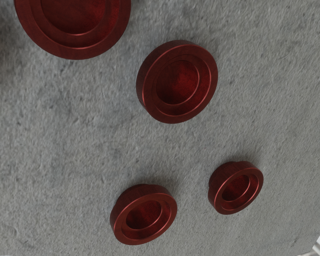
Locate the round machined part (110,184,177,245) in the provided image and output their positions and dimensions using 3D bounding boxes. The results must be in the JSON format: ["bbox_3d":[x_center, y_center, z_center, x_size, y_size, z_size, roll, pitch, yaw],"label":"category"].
[{"bbox_3d":[-0.027,0.122,0.458,0.099,0.042,0.097,-14,125,-21],"label":"round machined part"}]

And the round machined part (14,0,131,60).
[{"bbox_3d":[-0.080,-0.116,0.281,0.099,0.042,0.097,-14,125,-21],"label":"round machined part"}]

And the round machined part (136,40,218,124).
[{"bbox_3d":[0.017,-0.057,0.371,0.099,0.042,0.097,-14,125,-21],"label":"round machined part"}]

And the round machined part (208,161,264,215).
[{"bbox_3d":[0.122,0.096,0.525,0.099,0.042,0.097,-14,125,-21],"label":"round machined part"}]
